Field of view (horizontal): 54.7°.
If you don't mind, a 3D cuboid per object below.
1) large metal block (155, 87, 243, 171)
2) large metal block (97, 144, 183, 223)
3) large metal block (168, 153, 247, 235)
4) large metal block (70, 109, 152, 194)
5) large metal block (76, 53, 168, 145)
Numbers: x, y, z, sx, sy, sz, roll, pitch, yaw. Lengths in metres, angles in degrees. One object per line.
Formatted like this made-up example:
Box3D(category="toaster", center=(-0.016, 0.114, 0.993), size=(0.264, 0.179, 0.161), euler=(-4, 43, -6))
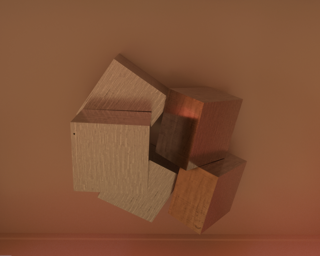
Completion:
Box3D(category="large metal block", center=(0.047, -0.003, 0.373), size=(0.081, 0.050, 0.079), euler=(-9, 119, -46))
Box3D(category="large metal block", center=(-0.026, 0.067, 0.418), size=(0.080, 0.050, 0.080), euler=(28, 107, -11))
Box3D(category="large metal block", center=(0.062, 0.077, 0.402), size=(0.050, 0.081, 0.079), euler=(26, 113, 32))
Box3D(category="large metal block", center=(-0.052, 0.025, 0.350), size=(0.081, 0.050, 0.079), euler=(3, 109, 0))
Box3D(category="large metal block", center=(-0.042, -0.033, 0.384), size=(0.080, 0.050, 0.080), euler=(34, 106, -12))
